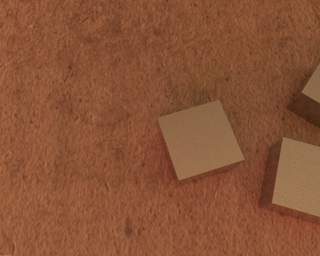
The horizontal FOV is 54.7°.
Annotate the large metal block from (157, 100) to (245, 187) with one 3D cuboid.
[{"bbox_3d":[0.047,0.020,0.388,0.081,0.050,0.080,-17,71,-6],"label":"large metal block"}]

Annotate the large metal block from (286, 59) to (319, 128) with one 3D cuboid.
[{"bbox_3d":[0.233,-0.045,0.414,0.080,0.050,0.080,34,73,11],"label":"large metal block"}]

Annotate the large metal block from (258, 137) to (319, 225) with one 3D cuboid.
[{"bbox_3d":[0.173,0.066,0.373,0.080,0.050,0.080,16,71,5],"label":"large metal block"}]
